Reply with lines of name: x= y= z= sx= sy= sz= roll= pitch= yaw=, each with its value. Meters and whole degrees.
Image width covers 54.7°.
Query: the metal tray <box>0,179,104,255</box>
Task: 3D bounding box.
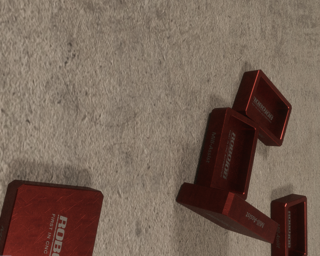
metal tray: x=-0.114 y=0.122 z=0.308 sx=0.091 sy=0.030 sz=0.129 roll=16 pitch=80 yaw=-39

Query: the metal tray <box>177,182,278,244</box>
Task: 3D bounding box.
metal tray: x=0.098 y=0.123 z=0.447 sx=0.130 sy=0.090 sz=0.030 roll=36 pitch=68 yaw=-34

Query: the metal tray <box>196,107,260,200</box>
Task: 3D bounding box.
metal tray: x=0.110 y=0.042 z=0.488 sx=0.090 sy=0.030 sz=0.130 roll=23 pitch=75 yaw=-37

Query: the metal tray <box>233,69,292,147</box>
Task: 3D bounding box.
metal tray: x=0.188 y=-0.033 z=0.562 sx=0.130 sy=0.030 sz=0.090 roll=35 pitch=68 yaw=-35

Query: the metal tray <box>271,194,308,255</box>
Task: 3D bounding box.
metal tray: x=0.263 y=0.206 z=0.626 sx=0.091 sy=0.030 sz=0.129 roll=-2 pitch=92 yaw=-40
